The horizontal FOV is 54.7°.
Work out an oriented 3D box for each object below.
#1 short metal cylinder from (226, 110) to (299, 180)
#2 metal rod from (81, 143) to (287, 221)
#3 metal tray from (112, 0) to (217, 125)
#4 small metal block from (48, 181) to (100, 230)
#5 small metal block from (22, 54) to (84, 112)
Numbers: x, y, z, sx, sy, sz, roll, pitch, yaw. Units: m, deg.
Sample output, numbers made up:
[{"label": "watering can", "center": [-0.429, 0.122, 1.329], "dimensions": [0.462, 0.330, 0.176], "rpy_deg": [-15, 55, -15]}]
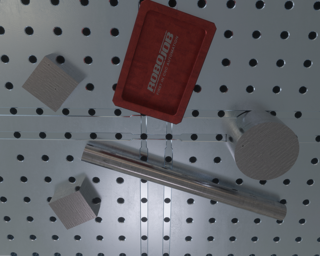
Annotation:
[{"label": "short metal cylinder", "center": [0.133, 0.022, 0.409], "dimensions": [0.081, 0.050, 0.079], "rpy_deg": [0, 110, 0]}, {"label": "metal rod", "center": [0.039, 0.079, 0.442], "dimensions": [0.302, 0.025, 0.025], "rpy_deg": [18, 109, -7]}, {"label": "metal tray", "center": [0.003, -0.078, 0.381], "dimensions": [0.091, 0.030, 0.129], "rpy_deg": [17, 109, -7]}, {"label": "small metal block", "center": [-0.124, 0.114, 0.454], "dimensions": [0.050, 0.025, 0.050], "rpy_deg": [-25, 108, 8]}, {"label": "small metal block", "center": [-0.134, -0.057, 0.391], "dimensions": [0.050, 0.025, 0.050], "rpy_deg": [40, 105, -14]}]
